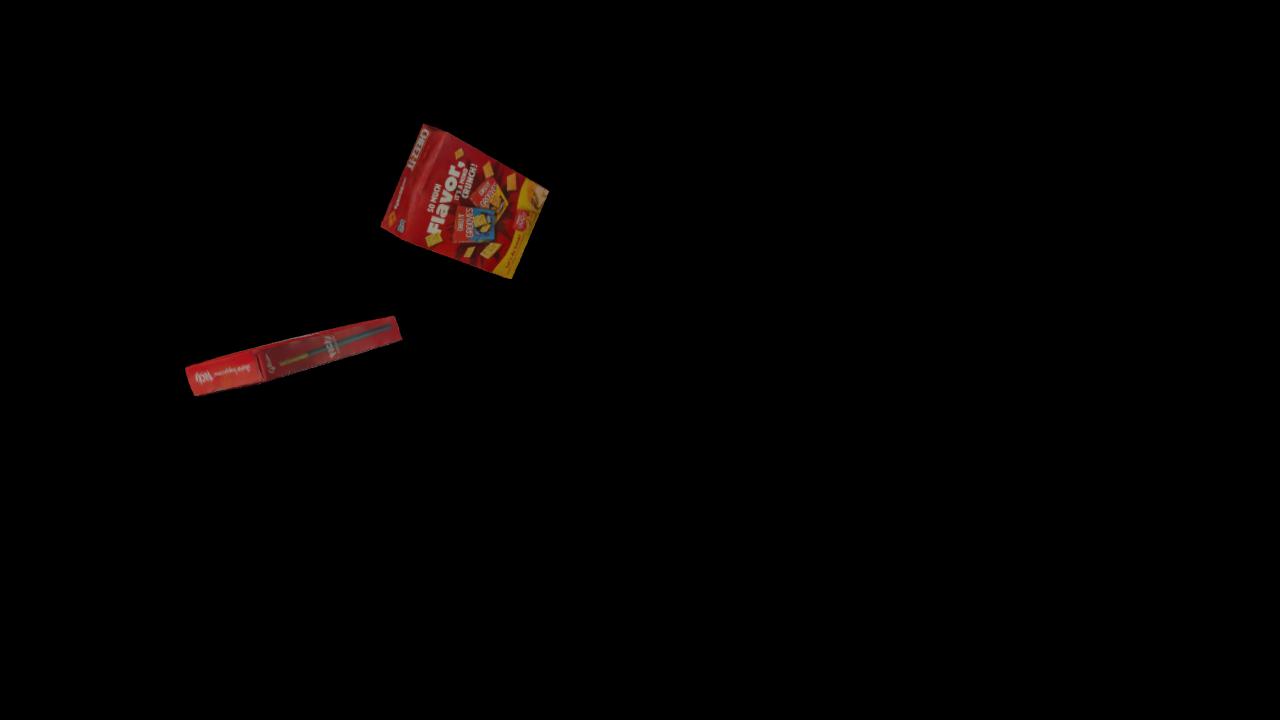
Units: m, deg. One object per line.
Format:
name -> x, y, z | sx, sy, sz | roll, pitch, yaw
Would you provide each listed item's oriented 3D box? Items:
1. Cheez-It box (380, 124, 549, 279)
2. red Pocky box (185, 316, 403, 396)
Cheez-It box -> -0.264, -0.236, 0.957 | 0.071, 0.166, 0.223 | 29, 8, 32
red Pocky box -> -0.291, -0.007, 0.535 | 0.083, 0.028, 0.155 | -9, 11, 21
